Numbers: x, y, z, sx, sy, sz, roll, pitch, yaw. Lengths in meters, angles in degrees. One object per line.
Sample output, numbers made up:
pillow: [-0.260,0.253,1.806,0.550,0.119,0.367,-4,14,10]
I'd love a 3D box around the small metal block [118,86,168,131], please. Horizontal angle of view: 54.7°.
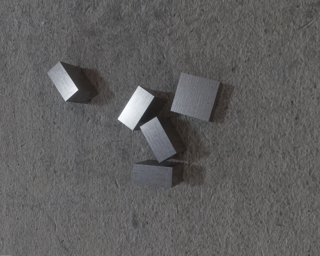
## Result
small metal block: [-0.021,-0.025,0.403,0.025,0.050,0.050,37,102,16]

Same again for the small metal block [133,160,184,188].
small metal block: [-0.001,0.057,0.396,0.050,0.050,0.025,3,91,20]

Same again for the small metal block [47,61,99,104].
small metal block: [-0.122,-0.063,0.439,0.025,0.050,0.050,-38,78,16]

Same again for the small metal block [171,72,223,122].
small metal block: [0.047,-0.039,0.392,0.050,0.025,0.050,17,96,19]

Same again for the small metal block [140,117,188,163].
small metal block: [0.006,0.014,0.394,0.025,0.050,0.050,-32,80,17]
